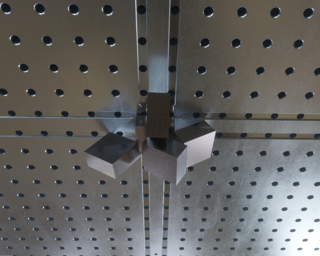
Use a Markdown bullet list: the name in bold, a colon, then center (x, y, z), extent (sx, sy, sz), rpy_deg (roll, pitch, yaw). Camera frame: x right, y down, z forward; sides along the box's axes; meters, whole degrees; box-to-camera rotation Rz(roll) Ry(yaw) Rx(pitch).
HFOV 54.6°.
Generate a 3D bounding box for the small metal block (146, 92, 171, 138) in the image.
- **small metal block**: center (-0.003, -0.016, 0.368), extent (0.025, 0.050, 0.050), rpy_deg (3, 94, -1)

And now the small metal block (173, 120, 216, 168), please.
- **small metal block**: center (0.044, 0.023, 0.417), extent (0.050, 0.025, 0.050), rpy_deg (-19, 135, -25)

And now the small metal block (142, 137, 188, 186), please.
- **small metal block**: center (0.006, 0.039, 0.396), extent (0.050, 0.025, 0.050), rpy_deg (22, 135, 25)

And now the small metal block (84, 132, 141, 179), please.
- **small metal block**: center (-0.062, 0.035, 0.411), extent (0.050, 0.050, 0.025), rpy_deg (18, 131, 31)

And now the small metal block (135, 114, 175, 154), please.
- **small metal block**: center (-0.007, 0.009, 0.420), extent (0.050, 0.025, 0.050), rpy_deg (2, 130, -2)
